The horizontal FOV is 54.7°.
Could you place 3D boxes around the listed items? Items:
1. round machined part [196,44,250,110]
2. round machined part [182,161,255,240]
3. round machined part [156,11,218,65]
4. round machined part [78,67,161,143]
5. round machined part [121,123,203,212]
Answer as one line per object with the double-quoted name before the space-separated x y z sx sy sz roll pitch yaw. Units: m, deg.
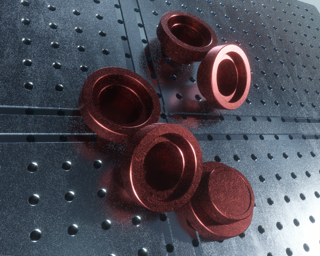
"round machined part" 0.094 -0.077 0.478 0.099 0.042 0.097 -6 99 -41
"round machined part" 0.078 0.086 0.389 0.099 0.042 0.098 14 56 -21
"round machined part" 0.040 -0.141 0.502 0.099 0.042 0.098 12 51 -16
"round machined part" -0.052 -0.025 0.385 0.099 0.042 0.098 14 56 -21
"round machined part" -0.001 0.043 0.354 0.099 0.042 0.097 -1 92 -35
